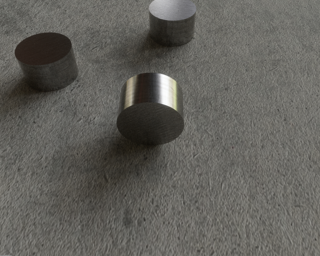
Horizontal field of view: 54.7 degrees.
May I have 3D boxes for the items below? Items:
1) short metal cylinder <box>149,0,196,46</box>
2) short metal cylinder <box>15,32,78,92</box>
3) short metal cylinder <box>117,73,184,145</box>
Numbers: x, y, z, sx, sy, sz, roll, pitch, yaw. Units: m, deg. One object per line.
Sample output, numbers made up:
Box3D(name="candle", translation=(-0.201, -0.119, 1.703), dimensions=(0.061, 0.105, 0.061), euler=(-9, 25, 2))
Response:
Box3D(name="short metal cylinder", translation=(0.021, -0.188, 0.545), dimensions=(0.080, 0.050, 0.080), euler=(0, 50, 0))
Box3D(name="short metal cylinder", translation=(-0.170, -0.101, 0.471), dimensions=(0.080, 0.050, 0.080), euler=(0, 50, 0))
Box3D(name="short metal cylinder", translation=(-0.011, -0.022, 0.386), dimensions=(0.080, 0.080, 0.050), euler=(1, 50, 0))
